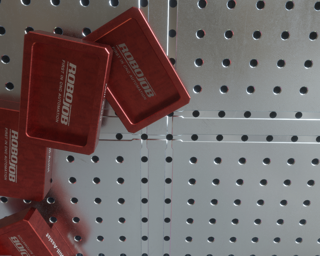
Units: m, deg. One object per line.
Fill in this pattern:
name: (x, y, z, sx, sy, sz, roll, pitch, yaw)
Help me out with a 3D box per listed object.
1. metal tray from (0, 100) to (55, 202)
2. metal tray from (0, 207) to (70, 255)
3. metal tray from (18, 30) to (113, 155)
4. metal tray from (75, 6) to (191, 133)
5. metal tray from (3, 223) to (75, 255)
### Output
metal tray: (-0.196, 0.032, 0.421, 0.090, 0.030, 0.129, 10, 110, -4)
metal tray: (-0.189, 0.185, 0.444, 0.090, 0.030, 0.130, -23, 109, 8)
metal tray: (-0.111, -0.039, 0.362, 0.090, 0.030, 0.129, 11, 110, -5)
metal tray: (-0.032, -0.069, 0.384, 0.090, 0.030, 0.130, -29, 108, 10)
metal tray: (-0.182, 0.222, 0.491, 0.090, 0.030, 0.130, -23, 109, 8)
